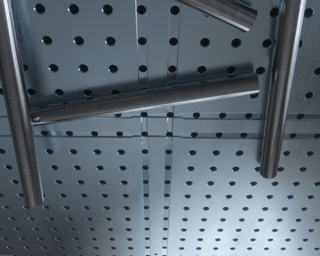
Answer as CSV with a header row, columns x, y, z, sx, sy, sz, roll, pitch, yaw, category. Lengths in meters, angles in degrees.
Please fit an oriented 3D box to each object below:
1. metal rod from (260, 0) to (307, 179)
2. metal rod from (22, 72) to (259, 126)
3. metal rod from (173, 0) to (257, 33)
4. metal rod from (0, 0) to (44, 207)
x,y,z,sx,sy,sz,roll,pitch,yaw,category
0.144,-0.045,0.373,0.025,0.025,0.299,-6,130,5,metal rod
-0.034,-0.033,0.383,0.301,0.025,0.025,-8,130,6,metal rod
-0.046,-0.156,0.278,0.302,0.025,0.025,19,128,-16,metal rod
-0.165,-0.024,0.361,0.025,0.025,0.298,4,122,-3,metal rod
